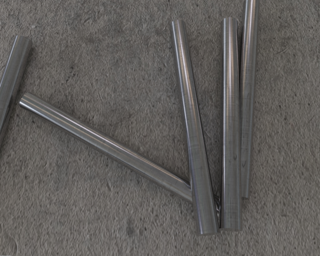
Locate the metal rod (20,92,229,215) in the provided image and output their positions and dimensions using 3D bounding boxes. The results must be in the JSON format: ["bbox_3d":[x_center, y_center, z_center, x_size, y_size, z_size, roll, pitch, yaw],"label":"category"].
[{"bbox_3d":[-0.050,0.032,0.395,0.301,0.025,0.025,28,73,9],"label":"metal rod"}]

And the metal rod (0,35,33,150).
[{"bbox_3d":[-0.217,0.012,0.402,0.025,0.025,0.299,6,70,2],"label":"metal rod"}]

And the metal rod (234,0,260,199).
[{"bbox_3d":[0.119,-0.054,0.428,0.025,0.025,0.299,8,70,3],"label":"metal rod"}]

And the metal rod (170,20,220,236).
[{"bbox_3d":[0.039,-0.019,0.399,0.025,0.025,0.299,-5,64,-2],"label":"metal rod"}]

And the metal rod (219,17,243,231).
[{"bbox_3d":[0.091,-0.023,0.402,0.025,0.025,0.299,5,65,2],"label":"metal rod"}]
